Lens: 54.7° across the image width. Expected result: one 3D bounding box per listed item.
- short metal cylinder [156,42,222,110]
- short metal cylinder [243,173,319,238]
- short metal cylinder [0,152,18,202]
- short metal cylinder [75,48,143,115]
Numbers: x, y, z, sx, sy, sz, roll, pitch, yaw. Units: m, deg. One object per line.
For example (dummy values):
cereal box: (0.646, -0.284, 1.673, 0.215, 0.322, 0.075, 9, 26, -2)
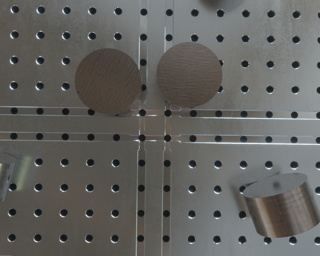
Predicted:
short metal cylinder: (0.036, -0.065, 0.401, 0.081, 0.050, 0.079, 0, 90, -1)
short metal cylinder: (0.151, 0.095, 0.388, 0.080, 0.080, 0.050, -20, 90, 0)
short metal cylinder: (-0.226, 0.056, 0.383, 0.080, 0.080, 0.050, 16, 90, -1)
short metal cylinder: (-0.063, -0.057, 0.400, 0.081, 0.050, 0.079, 0, 90, -1)
